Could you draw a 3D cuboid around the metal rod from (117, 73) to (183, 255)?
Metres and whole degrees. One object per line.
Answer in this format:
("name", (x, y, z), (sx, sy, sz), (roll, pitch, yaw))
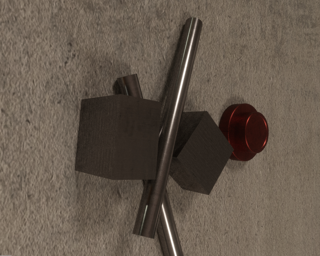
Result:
("metal rod", (-0.005, 0.079, 0.403), (0.025, 0.025, 0.298), (-23, 105, -38))

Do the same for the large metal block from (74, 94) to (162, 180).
("large metal block", (-0.047, 0.010, 0.332), (0.050, 0.080, 0.080), (8, 85, -40))

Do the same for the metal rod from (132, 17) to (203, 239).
("metal rod", (0.016, -0.016, 0.395), (0.025, 0.025, 0.299), (31, 63, -36))

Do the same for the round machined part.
("round machined part", (0.146, 0.007, 0.519), (0.099, 0.042, 0.097), (0, 90, -40))

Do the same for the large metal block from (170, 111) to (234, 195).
("large metal block", (0.048, 0.033, 0.431), (0.080, 0.050, 0.080), (51, 60, -28))
